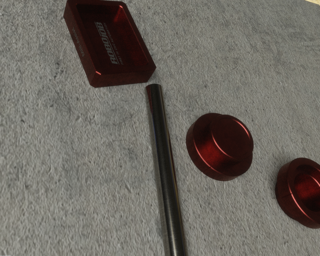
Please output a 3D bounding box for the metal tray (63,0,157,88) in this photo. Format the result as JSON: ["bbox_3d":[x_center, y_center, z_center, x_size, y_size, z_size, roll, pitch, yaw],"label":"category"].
[{"bbox_3d":[-0.071,-0.122,0.436,0.091,0.030,0.130,-12,68,-33],"label":"metal tray"}]

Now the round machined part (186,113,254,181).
[{"bbox_3d":[0.089,0.020,0.428,0.099,0.042,0.098,14,56,-21],"label":"round machined part"}]

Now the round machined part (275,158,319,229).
[{"bbox_3d":[0.207,0.095,0.446,0.099,0.042,0.098,14,56,-21],"label":"round machined part"}]

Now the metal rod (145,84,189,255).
[{"bbox_3d":[0.009,0.077,0.361,0.025,0.025,0.299,6,59,-25],"label":"metal rod"}]
